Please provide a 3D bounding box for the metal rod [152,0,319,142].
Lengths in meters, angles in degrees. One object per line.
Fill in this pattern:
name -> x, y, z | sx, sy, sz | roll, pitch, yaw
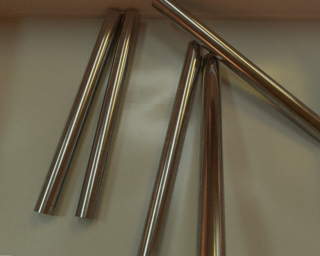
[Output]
metal rod -> 0.110, -0.084, 0.420 | 0.300, 0.025, 0.025 | 40, 75, 5

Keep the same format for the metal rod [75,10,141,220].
metal rod -> -0.065, -0.031, 0.420 | 0.025, 0.025, 0.299 | 9, 70, 3

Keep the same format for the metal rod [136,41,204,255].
metal rod -> 0.019, 0.016, 0.403 | 0.025, 0.025, 0.299 | 13, 70, 4

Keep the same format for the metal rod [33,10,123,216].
metal rod -> -0.104, -0.034, 0.421 | 0.025, 0.025, 0.299 | 13, 70, 4

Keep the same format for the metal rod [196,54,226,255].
metal rod -> 0.057, 0.011, 0.346 | 0.025, 0.025, 0.300 | 7, 47, 2
